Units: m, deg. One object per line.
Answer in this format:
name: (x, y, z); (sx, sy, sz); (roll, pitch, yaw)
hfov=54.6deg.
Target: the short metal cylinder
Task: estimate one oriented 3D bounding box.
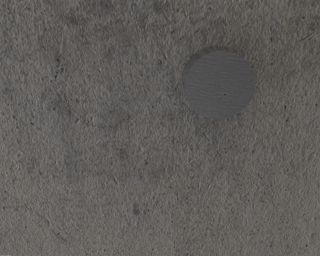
short metal cylinder: (0.068, -0.056, 0.376); (0.080, 0.050, 0.079); (0, 110, 0)
